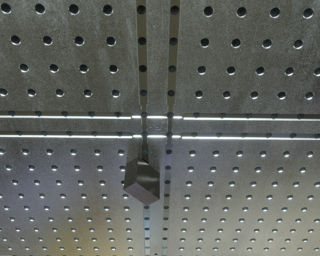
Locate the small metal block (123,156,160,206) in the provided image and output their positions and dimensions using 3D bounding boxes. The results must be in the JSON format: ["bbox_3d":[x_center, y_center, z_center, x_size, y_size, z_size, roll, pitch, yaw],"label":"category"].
[{"bbox_3d":[-0.026,0.079,0.462,0.025,0.050,0.050,-33,123,24],"label":"small metal block"}]
